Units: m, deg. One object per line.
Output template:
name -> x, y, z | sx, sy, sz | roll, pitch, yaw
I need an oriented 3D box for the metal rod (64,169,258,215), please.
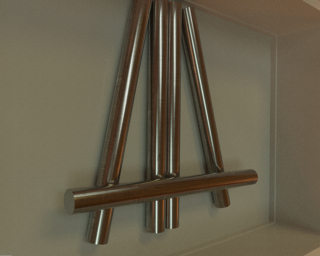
metal rod -> 0.029, 0.074, 0.395 | 0.302, 0.025, 0.025 | 2, 89, -40

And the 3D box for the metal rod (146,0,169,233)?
metal rod -> -0.004, -0.017, 0.402 | 0.025, 0.025, 0.298 | 1, 89, -40

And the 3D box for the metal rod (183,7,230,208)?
metal rod -> 0.067, -0.023, 0.461 | 0.025, 0.025, 0.298 | -20, 103, -38

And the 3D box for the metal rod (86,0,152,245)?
metal rod -> -0.046, -0.019, 0.366 | 0.025, 0.025, 0.299 | 16, 80, -39

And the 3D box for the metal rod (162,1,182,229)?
metal rod -> 0.015, -0.017, 0.418 | 0.025, 0.025, 0.298 | 1, 89, -40
